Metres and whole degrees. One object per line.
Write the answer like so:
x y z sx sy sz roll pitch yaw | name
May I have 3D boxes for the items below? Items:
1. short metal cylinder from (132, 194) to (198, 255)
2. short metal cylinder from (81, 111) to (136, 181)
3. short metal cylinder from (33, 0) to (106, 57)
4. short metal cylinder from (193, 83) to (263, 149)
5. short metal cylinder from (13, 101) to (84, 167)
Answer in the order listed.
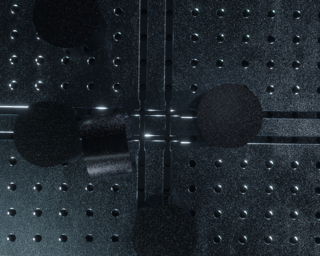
0.006 0.131 0.401 0.081 0.050 0.079 0 90 -1 | short metal cylinder
-0.061 0.022 0.385 0.050 0.080 0.080 -9 90 0 | short metal cylinder
-0.114 -0.137 0.399 0.081 0.050 0.079 0 90 -1 | short metal cylinder
0.085 -0.015 0.402 0.081 0.050 0.079 0 90 -1 | short metal cylinder
-0.137 0.007 0.399 0.081 0.050 0.079 0 90 -1 | short metal cylinder
